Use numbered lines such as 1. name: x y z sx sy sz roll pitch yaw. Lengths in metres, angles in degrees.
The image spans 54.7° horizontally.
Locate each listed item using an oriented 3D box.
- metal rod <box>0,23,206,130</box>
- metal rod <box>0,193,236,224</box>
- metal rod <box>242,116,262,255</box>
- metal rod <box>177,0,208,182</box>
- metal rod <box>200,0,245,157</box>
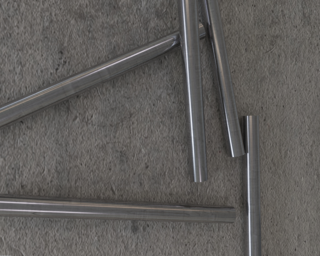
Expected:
1. metal rod: -0.071 -0.068 0.382 0.302 0.025 0.025 -28 100 -18
2. metal rod: -0.038 0.105 0.394 0.302 0.025 0.025 8 87 -20
3. metal rod: 0.137 0.131 0.459 0.025 0.025 0.298 -2 91 -20
4. metal rod: 0.041 -0.075 0.402 0.025 0.025 0.298 -9 101 -20
5. metal rod: 0.083 -0.107 0.438 0.025 0.025 0.298 -12 94 -20
